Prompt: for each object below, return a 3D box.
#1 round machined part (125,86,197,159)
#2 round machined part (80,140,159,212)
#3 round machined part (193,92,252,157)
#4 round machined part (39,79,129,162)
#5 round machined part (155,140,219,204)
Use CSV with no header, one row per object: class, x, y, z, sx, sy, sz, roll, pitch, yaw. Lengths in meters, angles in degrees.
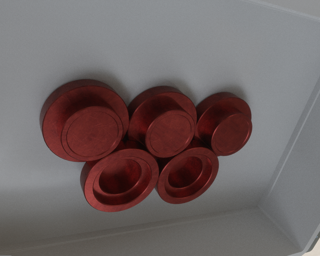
round machined part,0.005,-0.001,0.397,0.099,0.042,0.097,-13,123,-21
round machined part,-0.054,0.057,0.401,0.099,0.042,0.097,-14,124,-21
round machined part,0.092,0.001,0.445,0.099,0.042,0.097,-13,123,-21
round machined part,-0.081,-0.002,0.349,0.099,0.042,0.097,-14,124,-22
round machined part,0.032,0.059,0.449,0.099,0.042,0.097,-14,124,-21
